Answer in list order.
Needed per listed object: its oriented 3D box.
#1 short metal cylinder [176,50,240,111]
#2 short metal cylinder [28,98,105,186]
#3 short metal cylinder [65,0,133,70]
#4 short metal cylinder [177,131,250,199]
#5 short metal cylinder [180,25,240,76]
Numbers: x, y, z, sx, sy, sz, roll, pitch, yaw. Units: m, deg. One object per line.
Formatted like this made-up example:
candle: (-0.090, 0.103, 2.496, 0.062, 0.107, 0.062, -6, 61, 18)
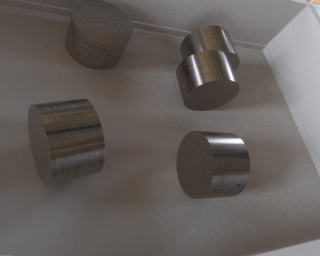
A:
short metal cylinder: (0.068, -0.067, 0.447, 0.081, 0.080, 0.050, 2, 61, -28)
short metal cylinder: (-0.096, 0.013, 0.311, 0.050, 0.080, 0.080, -11, 68, -33)
short metal cylinder: (-0.084, -0.127, 0.422, 0.081, 0.050, 0.080, 14, 56, -21)
short metal cylinder: (0.062, 0.044, 0.377, 0.050, 0.080, 0.080, 3, 60, -27)
short metal cylinder: (0.076, -0.110, 0.478, 0.081, 0.080, 0.050, 1, 61, -28)
